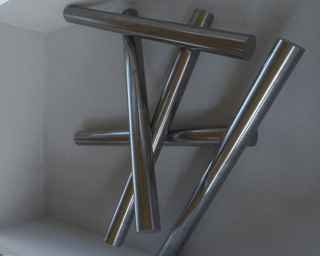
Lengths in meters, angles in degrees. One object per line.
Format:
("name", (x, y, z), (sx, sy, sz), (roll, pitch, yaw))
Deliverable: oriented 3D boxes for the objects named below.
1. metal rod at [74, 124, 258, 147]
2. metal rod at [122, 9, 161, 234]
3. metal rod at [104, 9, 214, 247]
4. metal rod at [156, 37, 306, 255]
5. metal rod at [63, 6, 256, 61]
("metal rod", (-0.018, 0.012, 0.421), (0.300, 0.025, 0.025), (-2, 89, 40))
("metal rod", (-0.027, -0.029, 0.375), (0.025, 0.025, 0.299), (-29, 55, 36))
("metal rod", (-0.003, 0.004, 0.376), (0.025, 0.025, 0.298), (25, 96, 37))
("metal rod", (0.059, 0.049, 0.332), (0.025, 0.025, 0.298), (42, 123, 32))
("metal rod", (-0.025, -0.125, 0.385), (0.300, 0.025, 0.025), (24, 105, 36))
